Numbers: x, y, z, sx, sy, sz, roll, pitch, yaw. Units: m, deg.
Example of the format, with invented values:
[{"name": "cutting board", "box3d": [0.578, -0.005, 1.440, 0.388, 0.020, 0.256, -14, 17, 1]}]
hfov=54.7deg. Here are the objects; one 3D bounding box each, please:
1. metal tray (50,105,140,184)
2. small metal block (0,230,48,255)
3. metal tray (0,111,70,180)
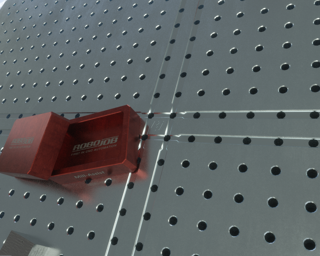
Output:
[{"name": "metal tray", "box3d": [-0.095, 0.025, 0.439, 0.130, 0.030, 0.090, -13, 56, 21]}, {"name": "small metal block", "box3d": [-0.182, 0.168, 0.401, 0.050, 0.025, 0.050, 11, 67, 33]}, {"name": "metal tray", "box3d": [-0.193, 0.028, 0.463, 0.130, 0.030, 0.090, -6, 63, 44]}]
